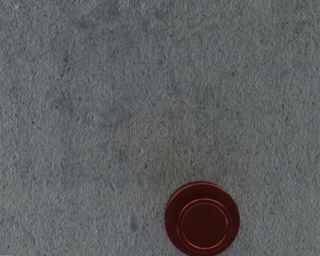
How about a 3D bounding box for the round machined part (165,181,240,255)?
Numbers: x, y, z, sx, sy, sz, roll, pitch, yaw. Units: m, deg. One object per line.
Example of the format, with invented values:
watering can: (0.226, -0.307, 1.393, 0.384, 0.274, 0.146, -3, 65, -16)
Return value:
round machined part: (0.055, 0.121, 0.402, 0.099, 0.042, 0.097, 0, 90, 0)
